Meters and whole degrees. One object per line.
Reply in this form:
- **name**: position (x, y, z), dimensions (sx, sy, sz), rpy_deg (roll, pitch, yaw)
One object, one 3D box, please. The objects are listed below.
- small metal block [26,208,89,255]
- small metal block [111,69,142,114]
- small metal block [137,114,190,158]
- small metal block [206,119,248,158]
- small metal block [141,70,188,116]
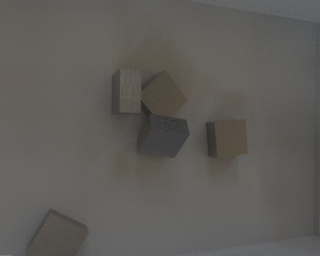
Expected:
- **small metal block**: position (-0.121, 0.132, 0.366), dimensions (0.050, 0.025, 0.050), rpy_deg (33, 79, -17)
- **small metal block**: position (-0.042, -0.043, 0.381), dimensions (0.025, 0.050, 0.050), rpy_deg (1, 90, -20)
- **small metal block**: position (0.003, 0.011, 0.396), dimensions (0.050, 0.050, 0.025), rpy_deg (9, 46, -20)
- **small metal block**: position (0.096, 0.014, 0.446), dimensions (0.050, 0.025, 0.050), rpy_deg (-6, 92, -20)
- **small metal block**: position (0.000, -0.039, 0.408), dimensions (0.050, 0.025, 0.050), rpy_deg (-43, 109, -15)
